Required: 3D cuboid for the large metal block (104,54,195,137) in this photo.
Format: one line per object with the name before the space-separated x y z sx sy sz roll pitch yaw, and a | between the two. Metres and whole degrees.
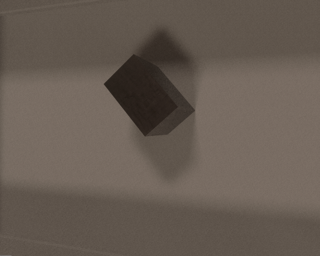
large metal block | -0.010 -0.037 0.384 0.050 0.080 0.080 -42 77 15
